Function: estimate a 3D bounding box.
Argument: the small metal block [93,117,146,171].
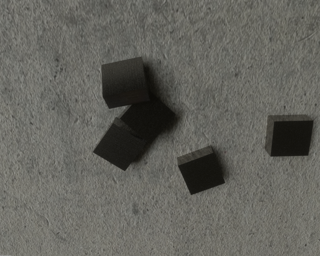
[{"bbox_3d":[-0.053,0.022,0.417,0.050,0.025,0.050,33,107,-12],"label":"small metal block"}]

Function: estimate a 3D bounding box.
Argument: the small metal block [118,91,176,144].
[{"bbox_3d":[-0.017,-0.015,0.395,0.050,0.025,0.050,42,84,-14],"label":"small metal block"}]

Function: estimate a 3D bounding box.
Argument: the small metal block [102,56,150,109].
[{"bbox_3d":[-0.042,-0.055,0.373,0.050,0.050,0.025,-11,147,4],"label":"small metal block"}]

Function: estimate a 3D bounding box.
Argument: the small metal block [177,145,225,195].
[{"bbox_3d":[0.057,0.059,0.432,0.050,0.025,0.050,-21,109,7],"label":"small metal block"}]

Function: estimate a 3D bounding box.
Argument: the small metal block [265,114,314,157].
[{"bbox_3d":[0.172,0.010,0.415,0.050,0.025,0.050,-2,110,0],"label":"small metal block"}]
